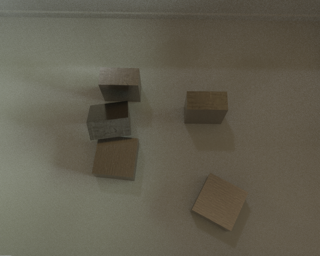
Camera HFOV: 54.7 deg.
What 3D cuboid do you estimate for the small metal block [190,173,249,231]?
[{"bbox_3d":[0.071,0.090,0.377,0.050,0.025,0.050,27,72,9],"label":"small metal block"}]

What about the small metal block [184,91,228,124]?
[{"bbox_3d":[0.059,-0.026,0.406,0.050,0.050,0.025,1,70,0],"label":"small metal block"}]

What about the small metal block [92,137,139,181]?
[{"bbox_3d":[-0.055,0.038,0.395,0.050,0.025,0.050,5,70,2],"label":"small metal block"}]

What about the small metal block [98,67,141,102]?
[{"bbox_3d":[-0.052,-0.057,0.417,0.050,0.050,0.025,1,70,0],"label":"small metal block"}]

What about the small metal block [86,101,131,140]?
[{"bbox_3d":[-0.064,-0.011,0.399,0.050,0.025,0.050,-7,29,-3],"label":"small metal block"}]
